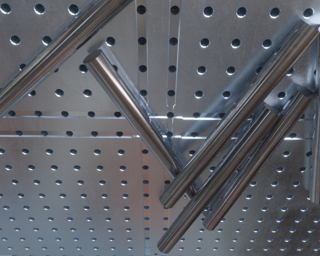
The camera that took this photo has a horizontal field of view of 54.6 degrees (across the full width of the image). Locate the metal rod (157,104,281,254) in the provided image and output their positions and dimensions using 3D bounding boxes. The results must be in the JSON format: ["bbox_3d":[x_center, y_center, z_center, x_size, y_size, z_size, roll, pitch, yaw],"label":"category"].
[{"bbox_3d":[0.075,0.090,0.462,0.025,0.025,0.298,22,119,-18],"label":"metal rod"}]

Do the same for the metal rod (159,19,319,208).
[{"bbox_3d":[0.084,0.002,0.394,0.025,0.025,0.298,24,120,-19],"label":"metal rod"}]

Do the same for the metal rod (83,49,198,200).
[{"bbox_3d":[-0.005,0.021,0.429,0.025,0.025,0.300,-22,127,17],"label":"metal rod"}]

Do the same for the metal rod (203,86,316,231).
[{"bbox_3d":[0.133,0.065,0.467,0.025,0.025,0.298,13,129,-11],"label":"metal rod"}]

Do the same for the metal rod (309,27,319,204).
[{"bbox_3d":[0.219,0.005,0.417,0.025,0.025,0.299,-12,129,10],"label":"metal rod"}]

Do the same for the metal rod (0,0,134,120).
[{"bbox_3d":[-0.103,-0.089,0.334,0.299,0.025,0.025,-32,123,24],"label":"metal rod"}]
